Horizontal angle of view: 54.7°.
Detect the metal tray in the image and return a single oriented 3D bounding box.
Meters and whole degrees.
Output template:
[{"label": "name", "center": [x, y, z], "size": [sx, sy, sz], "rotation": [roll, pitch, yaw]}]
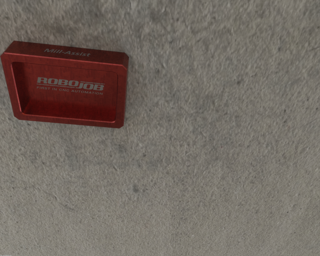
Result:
[{"label": "metal tray", "center": [-0.105, -0.047, 0.361], "size": [0.131, 0.030, 0.089], "rotation": [5, 130, -5]}]
